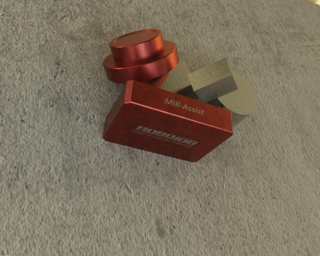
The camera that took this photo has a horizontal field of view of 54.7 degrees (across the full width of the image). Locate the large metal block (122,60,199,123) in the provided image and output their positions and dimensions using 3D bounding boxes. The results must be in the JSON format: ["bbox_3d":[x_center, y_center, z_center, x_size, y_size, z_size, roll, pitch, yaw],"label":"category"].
[{"bbox_3d":[0.000,-0.047,0.419,0.081,0.050,0.080,-2,63,-29],"label":"large metal block"}]

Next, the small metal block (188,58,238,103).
[{"bbox_3d":[0.070,-0.060,0.405,0.050,0.050,0.025,33,37,-64],"label":"small metal block"}]

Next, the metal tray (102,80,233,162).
[{"bbox_3d":[0.008,-0.002,0.368,0.131,0.090,0.030,16,56,-20],"label":"metal tray"}]

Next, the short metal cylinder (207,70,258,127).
[{"bbox_3d":[0.099,-0.042,0.469,0.081,0.050,0.080,14,56,-21],"label":"short metal cylinder"}]

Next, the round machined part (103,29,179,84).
[{"bbox_3d":[-0.027,-0.098,0.402,0.099,0.098,0.042,-42,131,-39],"label":"round machined part"}]
